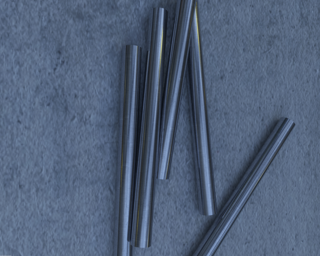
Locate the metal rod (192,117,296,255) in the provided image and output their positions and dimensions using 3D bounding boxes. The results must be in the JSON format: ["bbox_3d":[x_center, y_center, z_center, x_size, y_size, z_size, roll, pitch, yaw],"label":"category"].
[{"bbox_3d":[0.112,0.108,0.452,0.025,0.025,0.300,40,77,-16],"label":"metal rod"}]

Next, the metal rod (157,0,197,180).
[{"bbox_3d":[0.022,-0.082,0.403,0.025,0.025,0.298,8,93,-20],"label":"metal rod"}]

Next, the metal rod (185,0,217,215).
[{"bbox_3d":[0.054,-0.029,0.429,0.025,0.025,0.298,-6,92,-20],"label":"metal rod"}]

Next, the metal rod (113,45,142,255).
[{"bbox_3d":[-0.042,0.046,0.394,0.025,0.025,0.298,3,89,-20],"label":"metal rod"}]

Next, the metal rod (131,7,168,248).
[{"bbox_3d":[-0.012,-0.005,0.394,0.025,0.025,0.298,6,84,-20],"label":"metal rod"}]
